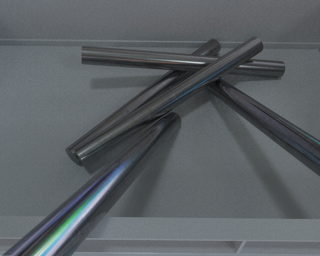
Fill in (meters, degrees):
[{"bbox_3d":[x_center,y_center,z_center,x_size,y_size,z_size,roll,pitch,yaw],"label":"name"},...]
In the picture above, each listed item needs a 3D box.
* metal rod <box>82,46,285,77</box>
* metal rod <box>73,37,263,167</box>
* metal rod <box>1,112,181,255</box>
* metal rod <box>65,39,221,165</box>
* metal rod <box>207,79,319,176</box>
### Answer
[{"bbox_3d":[0.041,-0.096,0.455,0.302,0.025,0.025,1,50,-12],"label":"metal rod"},{"bbox_3d":[0.025,-0.044,0.405,0.302,0.025,0.025,-34,58,-20],"label":"metal rod"},{"bbox_3d":[-0.025,0.030,0.278,0.025,0.025,0.301,15,19,12],"label":"metal rod"},{"bbox_3d":[-0.007,-0.052,0.448,0.025,0.025,0.302,34,57,25],"label":"metal rod"},{"bbox_3d":[0.116,-0.008,0.337,0.025,0.025,0.300,-13,28,-11],"label":"metal rod"}]
